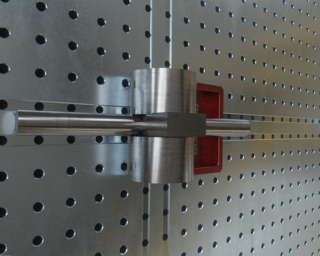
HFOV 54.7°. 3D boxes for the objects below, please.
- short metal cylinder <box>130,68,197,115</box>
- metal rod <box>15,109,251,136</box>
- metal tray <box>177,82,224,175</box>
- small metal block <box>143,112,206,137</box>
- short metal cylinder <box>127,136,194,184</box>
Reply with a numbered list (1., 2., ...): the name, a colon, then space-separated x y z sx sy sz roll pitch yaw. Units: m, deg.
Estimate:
1. short metal cylinder: 0.004 -0.040 0.374 0.081 0.080 0.050 1 90 -40
2. metal rod: -0.007 -0.003 0.373 0.303 0.025 0.025 1 89 -31
3. metal tray: 0.051 0.001 0.448 0.091 0.030 0.129 1 89 -40
4. small metal block: 0.015 -0.004 0.344 0.050 0.050 0.025 1 90 -32
5. short metal cylinder: 0.001 0.035 0.373 0.081 0.080 0.050 2 89 -40
